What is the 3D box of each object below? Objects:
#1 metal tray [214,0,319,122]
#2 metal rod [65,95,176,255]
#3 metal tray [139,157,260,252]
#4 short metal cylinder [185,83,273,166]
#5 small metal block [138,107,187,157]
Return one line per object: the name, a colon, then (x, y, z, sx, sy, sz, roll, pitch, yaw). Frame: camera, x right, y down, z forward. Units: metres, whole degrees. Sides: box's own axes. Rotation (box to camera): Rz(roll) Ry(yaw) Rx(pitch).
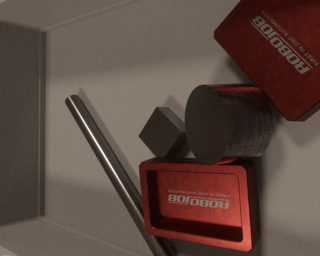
metal tray: (0.124, -0.081, 0.301, 0.090, 0.030, 0.130, -47, 62, 29)
metal rod: (-0.070, 0.061, 0.461, 0.025, 0.025, 0.300, -51, 61, 27)
metal tray: (0.041, 0.081, 0.350, 0.130, 0.030, 0.089, -2, 95, 32)
short metal cylinder: (0.066, -0.005, 0.314, 0.080, 0.050, 0.079, 175, 90, -67)
small metal block: (0.006, 0.008, 0.400, 0.050, 0.025, 0.050, 47, 118, 29)
